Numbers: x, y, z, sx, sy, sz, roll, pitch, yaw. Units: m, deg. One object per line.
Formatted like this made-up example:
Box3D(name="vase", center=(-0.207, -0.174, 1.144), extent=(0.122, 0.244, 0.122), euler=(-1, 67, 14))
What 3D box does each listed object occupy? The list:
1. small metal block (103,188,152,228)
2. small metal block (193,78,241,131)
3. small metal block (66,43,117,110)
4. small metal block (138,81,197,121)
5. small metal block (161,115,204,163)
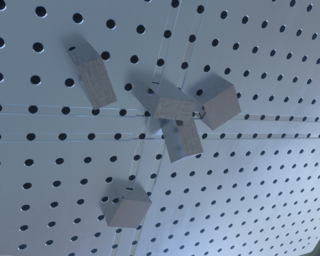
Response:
Box3D(name="small metal block", center=(-0.048, 0.119, 0.458), extent=(0.050, 0.025, 0.050), euler=(17, 109, -35))
Box3D(name="small metal block", center=(0.081, -0.033, 0.434), extent=(0.050, 0.025, 0.050), euler=(-33, 129, -7))
Box3D(name="small metal block", center=(-0.071, -0.054, 0.322), extent=(0.025, 0.050, 0.050), euler=(-25, 128, -13))
Box3D(name="small metal block", center=(0.008, -0.033, 0.378), extent=(0.050, 0.050, 0.025), euler=(5, 116, -31))
Box3D(name="small metal block", center=(0.028, 0.015, 0.406), extent=(0.025, 0.050, 0.050), euler=(-11, 78, -23))
